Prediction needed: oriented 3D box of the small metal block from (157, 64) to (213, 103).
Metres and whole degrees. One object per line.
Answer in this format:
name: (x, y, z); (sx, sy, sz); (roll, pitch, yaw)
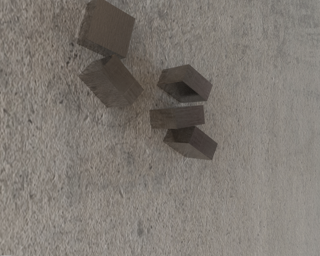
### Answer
small metal block: (0.033, -0.058, 0.416); (0.050, 0.050, 0.025); (32, 70, -35)

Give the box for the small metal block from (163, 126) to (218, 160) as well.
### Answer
small metal block: (0.041, 0.020, 0.423); (0.050, 0.050, 0.025); (36, 68, -34)

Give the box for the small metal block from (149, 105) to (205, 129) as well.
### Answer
small metal block: (0.022, -0.015, 0.407); (0.050, 0.050, 0.025); (-10, 96, -40)

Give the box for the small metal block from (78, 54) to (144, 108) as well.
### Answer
small metal block: (-0.054, -0.050, 0.342); (0.050, 0.050, 0.025); (50, 61, -28)

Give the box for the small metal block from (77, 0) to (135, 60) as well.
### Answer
small metal block: (-0.061, -0.111, 0.353); (0.050, 0.025, 0.050); (19, 78, -38)
